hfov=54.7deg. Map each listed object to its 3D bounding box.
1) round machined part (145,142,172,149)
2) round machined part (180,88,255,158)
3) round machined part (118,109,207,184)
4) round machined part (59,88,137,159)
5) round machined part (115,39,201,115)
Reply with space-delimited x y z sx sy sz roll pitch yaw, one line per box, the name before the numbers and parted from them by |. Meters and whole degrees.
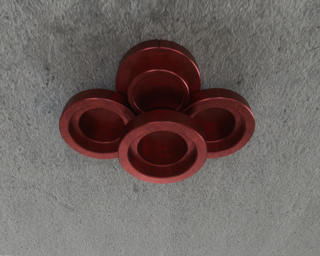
round machined part | -0.003 0.027 0.421 0.099 0.042 0.097 -1 130 0
round machined part | 0.065 -0.010 0.390 0.099 0.042 0.097 -1 130 0
round machined part | 0.003 0.017 0.356 0.099 0.042 0.097 -1 131 0
round machined part | -0.071 -0.009 0.389 0.099 0.042 0.097 -1 130 0
round machined part | -0.002 -0.048 0.357 0.099 0.042 0.097 -1 130 0
